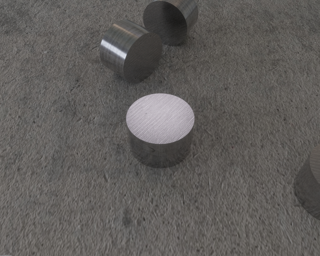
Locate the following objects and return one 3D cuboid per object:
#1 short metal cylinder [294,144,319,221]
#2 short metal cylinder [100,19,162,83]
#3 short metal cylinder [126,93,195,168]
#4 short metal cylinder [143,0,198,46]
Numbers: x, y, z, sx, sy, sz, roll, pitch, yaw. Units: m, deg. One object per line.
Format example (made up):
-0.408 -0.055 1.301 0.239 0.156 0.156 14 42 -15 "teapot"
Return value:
0.196 0.060 0.338 0.080 0.050 0.080 0 50 0 "short metal cylinder"
-0.042 -0.114 0.463 0.050 0.080 0.080 35 58 26 "short metal cylinder"
0.000 0.003 0.384 0.080 0.050 0.080 0 50 0 "short metal cylinder"
0.019 -0.189 0.526 0.080 0.080 0.050 20 53 16 "short metal cylinder"
